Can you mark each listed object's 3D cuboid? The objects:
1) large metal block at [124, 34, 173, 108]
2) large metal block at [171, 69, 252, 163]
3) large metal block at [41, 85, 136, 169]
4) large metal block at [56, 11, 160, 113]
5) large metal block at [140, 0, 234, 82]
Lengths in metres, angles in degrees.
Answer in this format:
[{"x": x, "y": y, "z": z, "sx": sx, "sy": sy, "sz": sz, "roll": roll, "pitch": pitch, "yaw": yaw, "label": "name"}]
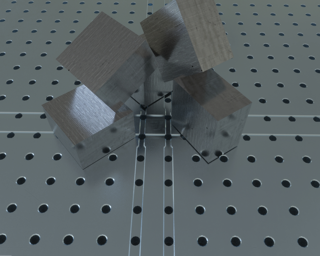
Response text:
[{"x": -0.008, "y": -0.089, "z": 0.445, "sx": 0.080, "sy": 0.080, "sz": 0.050, "roll": -34, "pitch": 58, "yaw": -26, "label": "large metal block"}, {"x": 0.059, "y": -0.018, "z": 0.386, "sx": 0.050, "sy": 0.080, "sz": 0.080, "roll": -27, "pitch": 56, "yaw": -21, "label": "large metal block"}, {"x": -0.089, "y": -0.008, "z": 0.396, "sx": 0.081, "sy": 0.050, "sz": 0.080, "roll": -32, "pitch": 57, "yaw": -25, "label": "large metal block"}, {"x": -0.062, "y": -0.079, "z": 0.372, "sx": 0.080, "sy": 0.050, "sz": 0.080, "roll": 40, "pitch": 86, "yaw": 28, "label": "large metal block"}, {"x": 0.030, "y": -0.106, "z": 0.369, "sx": 0.050, "sy": 0.080, "sz": 0.080, "roll": -29, "pitch": 13, "yaw": -28, "label": "large metal block"}]
